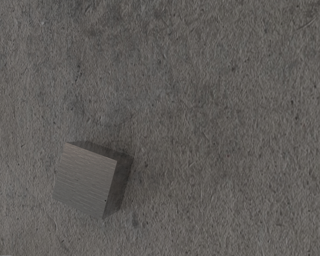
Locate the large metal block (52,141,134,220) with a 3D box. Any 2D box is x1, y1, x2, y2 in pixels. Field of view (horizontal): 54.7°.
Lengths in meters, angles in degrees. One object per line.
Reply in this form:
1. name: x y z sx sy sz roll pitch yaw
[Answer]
1. large metal block: -0.092 0.068 0.428 0.080 0.050 0.080 17 96 19
